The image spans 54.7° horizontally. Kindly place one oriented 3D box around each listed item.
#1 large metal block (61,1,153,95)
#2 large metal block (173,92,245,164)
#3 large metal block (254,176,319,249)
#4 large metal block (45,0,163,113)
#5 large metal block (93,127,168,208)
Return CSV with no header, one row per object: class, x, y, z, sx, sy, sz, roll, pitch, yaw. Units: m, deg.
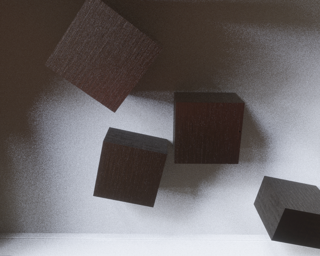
large metal block,-0.064,-0.092,0.363,0.080,0.050,0.080,38,106,-13
large metal block,0.058,-0.001,0.398,0.081,0.050,0.079,0,110,-1
large metal block,0.186,0.114,0.425,0.081,0.080,0.050,12,110,-4
large metal block,-0.053,-0.076,0.316,0.080,0.050,0.080,35,106,-12
large metal block,-0.039,0.052,0.417,0.080,0.050,0.079,12,110,-5
